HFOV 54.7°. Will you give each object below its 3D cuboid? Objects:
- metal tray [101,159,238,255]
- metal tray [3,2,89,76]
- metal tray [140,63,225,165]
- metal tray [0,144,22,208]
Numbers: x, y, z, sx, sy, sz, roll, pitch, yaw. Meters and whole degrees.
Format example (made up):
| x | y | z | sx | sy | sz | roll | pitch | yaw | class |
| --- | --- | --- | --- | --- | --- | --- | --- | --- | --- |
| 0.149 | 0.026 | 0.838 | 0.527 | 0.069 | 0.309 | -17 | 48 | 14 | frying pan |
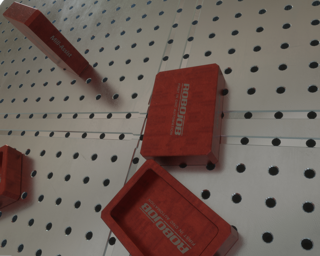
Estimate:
| x | y | z | sx | sy | sz | roll | pitch | yaw | class |
| --- | --- | --- | --- | --- | --- | --- | --- | --- | --- |
| 0.005 | 0.104 | 0.336 | 0.090 | 0.030 | 0.130 | -49 | 52 | -6 | metal tray |
| -0.192 | -0.150 | 0.531 | 0.090 | 0.130 | 0.030 | 29 | 78 | 37 | metal tray |
| 0.031 | -0.018 | 0.399 | 0.090 | 0.030 | 0.130 | -4 | 60 | 25 | metal tray |
| -0.284 | 0.093 | 0.493 | 0.130 | 0.030 | 0.090 | -25 | 53 | 12 | metal tray |
